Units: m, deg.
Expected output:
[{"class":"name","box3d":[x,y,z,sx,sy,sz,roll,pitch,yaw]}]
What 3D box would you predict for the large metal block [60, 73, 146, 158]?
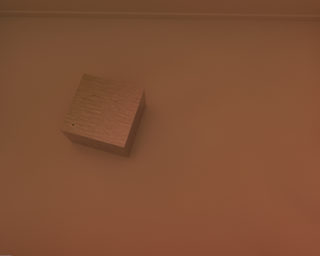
[{"class":"large metal block","box3d":[-0.069,-0.015,0.402,0.080,0.050,0.080,15,71,5]}]
